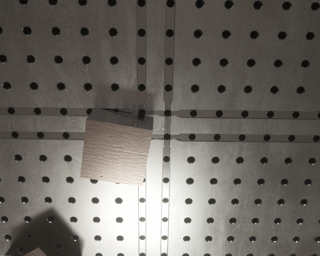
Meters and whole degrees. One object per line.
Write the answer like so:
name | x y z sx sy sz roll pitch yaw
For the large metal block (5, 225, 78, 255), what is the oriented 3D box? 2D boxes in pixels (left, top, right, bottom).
large metal block | -0.183 0.210 0.475 0.080 0.050 0.080 -30 108 10

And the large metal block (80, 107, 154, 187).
large metal block | -0.055 0.024 0.408 0.081 0.050 0.079 10 110 -4
